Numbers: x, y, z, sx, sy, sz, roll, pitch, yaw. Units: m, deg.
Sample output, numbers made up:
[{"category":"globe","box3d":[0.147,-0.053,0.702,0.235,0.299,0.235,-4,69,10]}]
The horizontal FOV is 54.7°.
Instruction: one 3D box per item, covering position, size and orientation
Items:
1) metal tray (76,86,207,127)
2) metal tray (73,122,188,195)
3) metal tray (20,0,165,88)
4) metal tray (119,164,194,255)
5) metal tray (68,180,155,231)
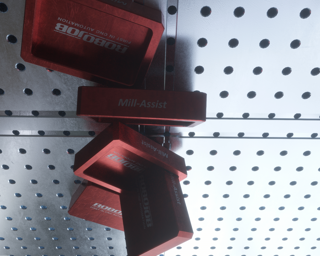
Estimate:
[{"category":"metal tray","box3d":[-0.020,-0.021,0.353,0.131,0.090,0.030,3,86,-3]},{"category":"metal tray","box3d":[-0.038,0.052,0.423,0.131,0.030,0.090,31,124,-34]},{"category":"metal tray","box3d":[-0.071,-0.096,0.325,0.131,0.030,0.089,15,128,-14]},{"category":"metal tray","box3d":[-0.012,0.103,0.428,0.090,0.130,0.030,-37,138,26]},{"category":"metal tray","box3d":[-0.074,0.128,0.516,0.131,0.030,0.089,25,126,-20]}]
